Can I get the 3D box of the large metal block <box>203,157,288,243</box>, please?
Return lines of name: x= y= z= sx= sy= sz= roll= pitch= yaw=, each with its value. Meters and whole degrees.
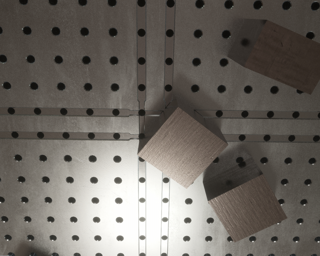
large metal block: x=0.118 y=0.101 z=0.439 sx=0.080 sy=0.050 sz=0.080 roll=-29 pitch=108 yaw=10

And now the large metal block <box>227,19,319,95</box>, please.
large metal block: x=0.133 y=-0.085 z=0.355 sx=0.080 sy=0.080 sz=0.050 roll=20 pitch=109 yaw=-8

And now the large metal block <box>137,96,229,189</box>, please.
large metal block: x=0.028 y=0.019 z=0.407 sx=0.080 sy=0.050 sz=0.080 roll=36 pitch=106 yaw=-13
